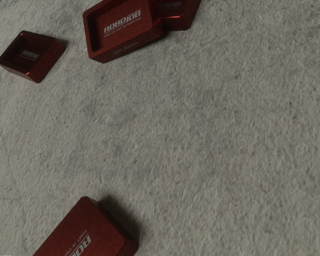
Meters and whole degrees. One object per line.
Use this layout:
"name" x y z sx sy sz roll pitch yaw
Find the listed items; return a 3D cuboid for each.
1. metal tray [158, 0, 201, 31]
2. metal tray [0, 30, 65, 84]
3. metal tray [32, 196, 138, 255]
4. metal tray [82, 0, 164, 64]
"metal tray" 0.000 -0.208 0.526 0.130 0.030 0.090 8 66 31
"metal tray" -0.262 -0.146 0.624 0.130 0.030 0.090 22 73 35
"metal tray" -0.098 0.156 0.355 0.090 0.030 0.130 33 80 38
"metal tray" -0.064 -0.171 0.504 0.130 0.030 0.090 -17 76 28
